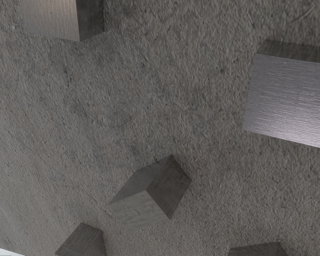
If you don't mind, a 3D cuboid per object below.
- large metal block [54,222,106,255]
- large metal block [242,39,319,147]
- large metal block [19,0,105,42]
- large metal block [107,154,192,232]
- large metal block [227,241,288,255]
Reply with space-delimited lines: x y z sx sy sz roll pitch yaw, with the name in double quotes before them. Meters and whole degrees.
"large metal block" -0.152 0.249 0.605 0.050 0.080 0.079 12 124 21
"large metal block" 0.131 -0.035 0.300 0.080 0.050 0.079 14 124 20
"large metal block" -0.114 -0.152 0.357 0.080 0.050 0.079 15 125 19
"large metal block" -0.013 0.091 0.435 0.080 0.080 0.050 -30 102 38
"large metal block" 0.150 0.217 0.446 0.080 0.050 0.080 -27 104 37
